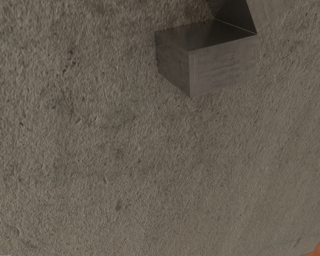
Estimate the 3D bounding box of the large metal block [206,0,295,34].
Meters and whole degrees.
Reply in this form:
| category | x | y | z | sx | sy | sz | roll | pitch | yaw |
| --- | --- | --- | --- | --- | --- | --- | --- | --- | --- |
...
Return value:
| category | x | y | z | sx | sy | sz | roll | pitch | yaw |
| --- | --- | --- | --- | --- | --- | --- | --- | --- | --- |
| large metal block | 0.083 | -0.154 | 0.321 | 0.050 | 0.080 | 0.080 | -39 | 129 | -2 |

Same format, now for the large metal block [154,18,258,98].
| category | x | y | z | sx | sy | sz | roll | pitch | yaw |
| --- | --- | --- | --- | --- | --- | --- | --- | --- | --- |
| large metal block | 0.048 | -0.082 | 0.347 | 0.081 | 0.080 | 0.050 | -18 | 126 | -18 |
